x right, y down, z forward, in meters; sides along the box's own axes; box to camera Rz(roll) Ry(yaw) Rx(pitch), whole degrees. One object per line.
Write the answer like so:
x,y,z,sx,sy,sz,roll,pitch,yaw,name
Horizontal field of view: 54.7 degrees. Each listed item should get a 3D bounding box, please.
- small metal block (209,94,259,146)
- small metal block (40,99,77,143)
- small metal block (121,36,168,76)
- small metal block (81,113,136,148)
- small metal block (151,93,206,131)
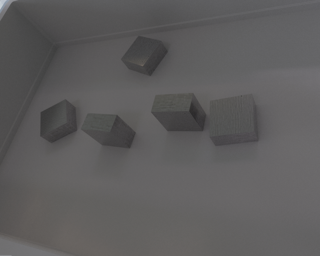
0.087,-0.009,0.366,0.050,0.025,0.050,-8,58,24,small metal block
-0.163,-0.011,0.499,0.050,0.025,0.050,-25,53,13,small metal block
-0.025,-0.115,0.489,0.050,0.025,0.050,25,75,36,small metal block
-0.070,0.004,0.424,0.050,0.050,0.025,4,64,30,small metal block
0.024,-0.019,0.388,0.050,0.050,0.025,0,62,28,small metal block
